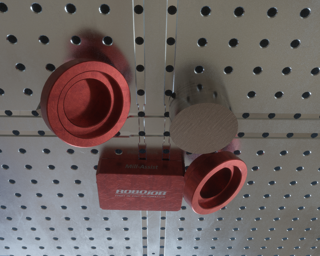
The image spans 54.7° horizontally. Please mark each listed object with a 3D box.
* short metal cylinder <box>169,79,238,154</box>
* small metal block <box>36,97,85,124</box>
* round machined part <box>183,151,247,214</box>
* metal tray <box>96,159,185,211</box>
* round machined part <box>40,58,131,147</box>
[{"bbox_3d":[0.052,-0.014,0.385,0.081,0.050,0.079,0,130,0],"label":"short metal cylinder"},{"bbox_3d":[-0.118,-0.019,0.393,0.050,0.025,0.050,-18,128,14],"label":"small metal block"},{"bbox_3d":[0.074,0.073,0.446,0.099,0.042,0.097,-19,129,-24],"label":"round machined part"},{"bbox_3d":[-0.029,0.091,0.486,0.131,0.030,0.089,2,130,-3],"label":"metal tray"},{"bbox_3d":[-0.086,-0.030,0.352,0.099,0.042,0.097,-16,116,-34],"label":"round machined part"}]
